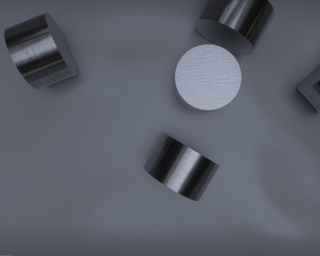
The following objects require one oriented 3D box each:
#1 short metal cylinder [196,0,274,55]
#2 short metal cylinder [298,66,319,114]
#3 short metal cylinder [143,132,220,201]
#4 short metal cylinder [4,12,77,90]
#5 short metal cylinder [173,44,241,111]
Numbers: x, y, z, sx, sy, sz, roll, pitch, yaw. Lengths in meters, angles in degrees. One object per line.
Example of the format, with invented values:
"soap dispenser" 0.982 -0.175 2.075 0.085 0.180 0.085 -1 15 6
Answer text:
"short metal cylinder" 0.092 -0.133 0.385 0.080 0.080 0.050 29 90 -1
"short metal cylinder" 0.224 -0.056 0.387 0.080 0.080 0.050 -42 91 0
"short metal cylinder" 0.026 0.047 0.384 0.080 0.080 0.050 31 90 -1
"short metal cylinder" -0.144 -0.094 0.382 0.050 0.080 0.080 -22 90 0
"short metal cylinder" 0.058 -0.062 0.400 0.081 0.050 0.079 0 90 -1
